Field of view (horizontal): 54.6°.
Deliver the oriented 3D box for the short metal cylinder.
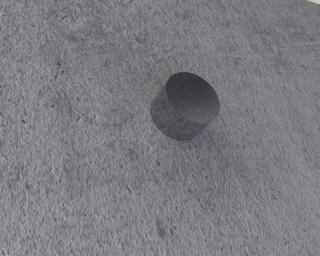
[{"bbox_3d":[0.034,-0.029,0.423,0.081,0.050,0.080,13,56,-21],"label":"short metal cylinder"}]
